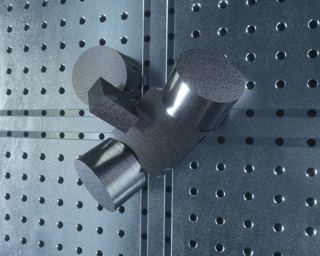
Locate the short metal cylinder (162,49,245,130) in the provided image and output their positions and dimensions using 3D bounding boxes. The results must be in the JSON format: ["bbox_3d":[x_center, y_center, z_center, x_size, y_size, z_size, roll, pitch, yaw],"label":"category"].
[{"bbox_3d":[0.048,-0.045,0.355,0.080,0.081,0.050,45,142,14],"label":"short metal cylinder"}]

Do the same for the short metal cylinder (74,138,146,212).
[{"bbox_3d":[-0.064,0.059,0.396,0.080,0.050,0.080,35,145,29],"label":"short metal cylinder"}]

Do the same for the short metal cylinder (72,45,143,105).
[{"bbox_3d":[-0.070,-0.066,0.420,0.080,0.050,0.079,0,90,20],"label":"short metal cylinder"}]

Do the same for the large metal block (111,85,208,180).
[{"bbox_3d":[0.001,0.005,0.393,0.080,0.050,0.080,46,104,14],"label":"large metal block"}]

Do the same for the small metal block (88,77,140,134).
[{"bbox_3d":[-0.055,-0.027,0.362,0.025,0.050,0.050,-47,32,16],"label":"small metal block"}]
